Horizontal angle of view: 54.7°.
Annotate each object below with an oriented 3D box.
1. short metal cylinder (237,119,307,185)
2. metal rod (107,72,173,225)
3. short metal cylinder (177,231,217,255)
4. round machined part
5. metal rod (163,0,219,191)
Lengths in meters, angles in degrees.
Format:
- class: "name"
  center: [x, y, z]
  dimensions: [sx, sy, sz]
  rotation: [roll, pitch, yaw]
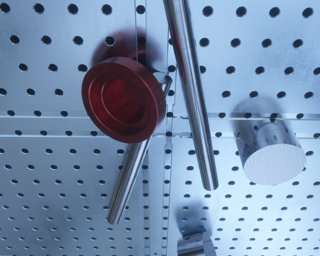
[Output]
- class: "short metal cylinder"
  center: [0.150, 0.034, 0.425]
  dimensions: [0.081, 0.050, 0.079]
  rotation: [0, 130, 0]
- class: "metal rod"
  center: [-0.039, 0.051, 0.454]
  dimensions: [0.025, 0.025, 0.298]
  rotation: [13, 129, -11]
- class: "short metal cylinder"
  center: [0.072, 0.241, 0.581]
  dimensions: [0.050, 0.080, 0.080]
  rotation: [-21, 127, 17]
- class: "round machined part"
  center: [-0.037, -0.034, 0.354]
  dimensions: [0.098, 0.042, 0.097]
  rotation: [14, 125, 22]
- class: "metal rod"
  center: [0.047, -0.022, 0.393]
  dimensions: [0.025, 0.025, 0.299]
  rotation: [-10, 130, 8]
